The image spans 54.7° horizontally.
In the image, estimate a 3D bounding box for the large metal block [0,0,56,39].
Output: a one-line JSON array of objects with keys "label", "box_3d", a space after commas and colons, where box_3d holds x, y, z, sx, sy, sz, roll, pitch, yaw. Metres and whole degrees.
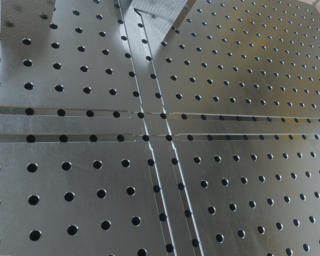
[{"label": "large metal block", "box_3d": [-0.176, -0.168, 0.381, 0.050, 0.080, 0.080, 46, 51, 3]}]

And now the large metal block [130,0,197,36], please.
[{"label": "large metal block", "box_3d": [0.010, -0.215, 0.511, 0.080, 0.080, 0.050, 43, 51, 0]}]
